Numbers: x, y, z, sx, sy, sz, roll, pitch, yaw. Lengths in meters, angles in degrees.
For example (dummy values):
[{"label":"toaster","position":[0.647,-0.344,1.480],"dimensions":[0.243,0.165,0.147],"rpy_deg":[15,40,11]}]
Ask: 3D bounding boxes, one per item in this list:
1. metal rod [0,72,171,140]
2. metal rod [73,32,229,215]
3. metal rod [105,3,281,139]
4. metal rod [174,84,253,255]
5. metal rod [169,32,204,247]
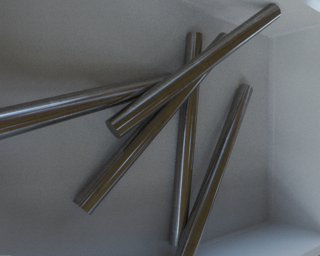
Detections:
[{"label":"metal rod","position":[-0.081,-0.023,0.305],"dimensions":[0.302,0.025,0.025],"rpy_deg":[-23,105,-49]},{"label":"metal rod","position":[0.004,-0.020,0.391],"dimensions":[0.301,0.025,0.025],"rpy_deg":[-50,120,-21]},{"label":"metal rod","position":[0.057,-0.084,0.395],"dimensions":[0.302,0.025,0.025],"rpy_deg":[-38,114,-23]},{"label":"metal rod","position":[0.088,0.051,0.463],"dimensions":[0.025,0.025,0.300],"rpy_deg":[45,57,-31]},{"label":"metal rod","position":[0.038,0.013,0.440],"dimensions":[0.025,0.025,0.298],"rpy_deg":[9,85,-40]}]
